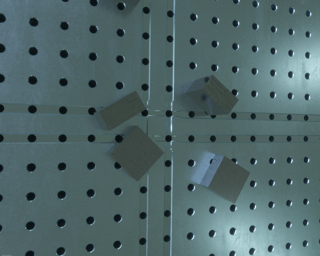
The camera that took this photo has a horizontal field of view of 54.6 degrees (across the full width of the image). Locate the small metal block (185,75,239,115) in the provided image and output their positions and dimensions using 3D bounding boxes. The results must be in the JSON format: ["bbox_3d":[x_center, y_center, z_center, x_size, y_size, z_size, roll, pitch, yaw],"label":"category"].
[{"bbox_3d":[0.070,-0.043,0.425,0.050,0.050,0.025,40,77,-16],"label":"small metal block"}]

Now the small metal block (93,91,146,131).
[{"bbox_3d":[-0.051,-0.021,0.380,0.050,0.050,0.025,-32,101,-17],"label":"small metal block"}]

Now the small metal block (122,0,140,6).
[{"bbox_3d":[-0.043,-0.181,0.383,0.050,0.050,0.025,18,84,-19],"label":"small metal block"}]

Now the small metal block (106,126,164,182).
[{"bbox_3d":[-0.032,0.032,0.401,0.050,0.025,0.050,47,76,-14],"label":"small metal block"}]

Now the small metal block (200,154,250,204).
[{"bbox_3d":[0.094,0.073,0.447,0.050,0.025,0.050,33,79,-17],"label":"small metal block"}]
